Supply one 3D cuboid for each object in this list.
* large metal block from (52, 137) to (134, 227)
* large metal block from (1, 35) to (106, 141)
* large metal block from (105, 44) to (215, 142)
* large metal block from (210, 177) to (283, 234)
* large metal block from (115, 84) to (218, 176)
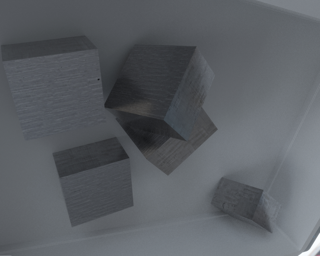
[{"bbox_3d":[-0.082,0.066,0.390,0.081,0.050,0.079,-15,125,-21],"label":"large metal block"},{"bbox_3d":[-0.104,-0.042,0.310,0.081,0.050,0.079,-14,124,-21],"label":"large metal block"},{"bbox_3d":[0.000,-0.039,0.328,0.050,0.080,0.080,41,68,-50],"label":"large metal block"},{"bbox_3d":[0.148,0.131,0.530,0.080,0.080,0.050,38,73,-39],"label":"large metal block"},{"bbox_3d":[0.007,-0.005,0.371,0.080,0.080,0.050,-43,139,1],"label":"large metal block"}]
